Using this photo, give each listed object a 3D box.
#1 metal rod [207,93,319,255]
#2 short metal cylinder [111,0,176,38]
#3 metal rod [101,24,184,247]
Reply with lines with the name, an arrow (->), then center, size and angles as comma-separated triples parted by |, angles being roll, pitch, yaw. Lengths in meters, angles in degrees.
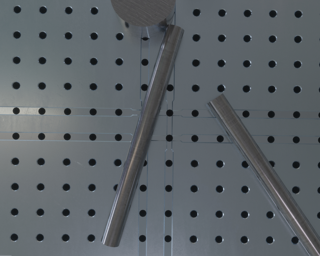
metal rod -> 0.157, 0.085, 0.414 | 0.025, 0.025, 0.299 | -34, 90, 0
short metal cylinder -> -0.020, -0.163, 0.400 | 0.081, 0.050, 0.079 | 0, 90, 0
metal rod -> -0.023, 0.010, 0.413 | 0.025, 0.025, 0.298 | 17, 90, 0
